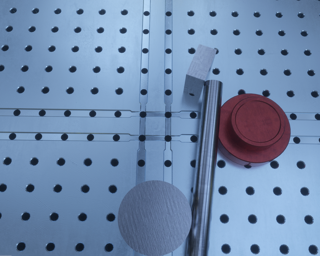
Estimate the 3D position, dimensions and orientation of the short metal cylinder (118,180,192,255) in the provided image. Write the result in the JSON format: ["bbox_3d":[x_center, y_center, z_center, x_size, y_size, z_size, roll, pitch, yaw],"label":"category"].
[{"bbox_3d":[-0.006,0.105,0.360,0.081,0.050,0.080,0,70,0],"label":"short metal cylinder"}]

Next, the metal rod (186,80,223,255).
[{"bbox_3d":[0.051,0.084,0.370,0.025,0.025,0.299,7,74,2],"label":"metal rod"}]

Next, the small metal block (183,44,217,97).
[{"bbox_3d":[0.055,-0.078,0.428,0.025,0.050,0.050,21,71,7],"label":"small metal block"}]

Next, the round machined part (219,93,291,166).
[{"bbox_3d":[0.122,-0.002,0.405,0.099,0.042,0.098,0,70,-1],"label":"round machined part"}]
